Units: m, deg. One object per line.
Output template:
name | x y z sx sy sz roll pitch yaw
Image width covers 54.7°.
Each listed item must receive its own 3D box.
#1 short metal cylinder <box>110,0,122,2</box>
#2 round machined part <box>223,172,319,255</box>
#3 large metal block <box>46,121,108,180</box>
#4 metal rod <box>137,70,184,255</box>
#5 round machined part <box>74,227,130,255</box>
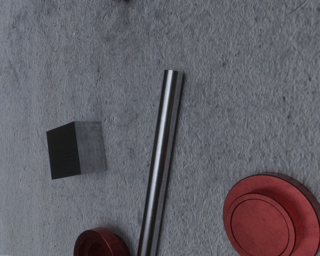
short metal cylinder | -0.078 -0.222 0.433 0.080 0.081 0.050 52 120 27
round machined part | 0.106 0.095 0.307 0.098 0.042 0.097 0 90 40
large metal block | -0.135 0.037 0.500 0.080 0.050 0.080 -15 80 39
metal rod | -0.004 0.075 0.408 0.025 0.025 0.298 14 99 39
round machined part | -0.082 0.197 0.462 0.098 0.042 0.097 0 90 40
